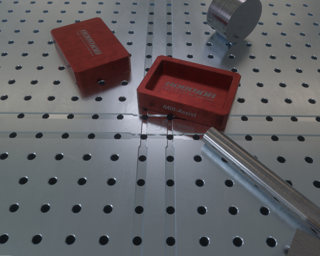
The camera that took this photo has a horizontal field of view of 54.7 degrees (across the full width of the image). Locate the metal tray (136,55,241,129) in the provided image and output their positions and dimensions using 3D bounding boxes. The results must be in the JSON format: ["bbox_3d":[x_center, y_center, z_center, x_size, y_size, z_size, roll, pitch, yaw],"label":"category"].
[{"bbox_3d":[0.043,-0.056,0.451,0.130,0.030,0.090,16,52,13],"label":"metal tray"}]

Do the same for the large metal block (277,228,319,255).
[{"bbox_3d":[0.137,0.150,0.267,0.080,0.050,0.080,26,55,20],"label":"large metal block"}]

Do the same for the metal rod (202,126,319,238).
[{"bbox_3d":[0.162,0.095,0.329,0.025,0.025,0.300,-34,58,-25],"label":"metal rod"}]

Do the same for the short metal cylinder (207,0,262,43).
[{"bbox_3d":[0.129,-0.196,0.538,0.081,0.080,0.050,-27,55,-21],"label":"short metal cylinder"}]

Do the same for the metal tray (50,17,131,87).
[{"bbox_3d":[-0.116,-0.130,0.513,0.091,0.030,0.130,-23,54,-18],"label":"metal tray"}]
